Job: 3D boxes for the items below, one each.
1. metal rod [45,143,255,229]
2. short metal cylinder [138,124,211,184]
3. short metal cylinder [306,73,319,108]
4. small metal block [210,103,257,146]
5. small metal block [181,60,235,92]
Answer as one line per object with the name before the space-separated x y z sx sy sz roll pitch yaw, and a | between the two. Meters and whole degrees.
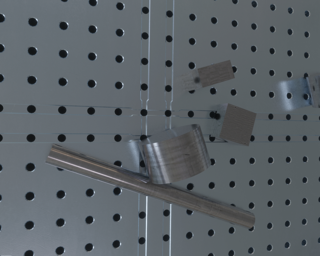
metal rod | 0.001 0.084 0.413 0.302 0.025 0.025 22 83 -19
short metal cylinder | 0.019 0.031 0.391 0.081 0.080 0.050 -20 97 -19
short metal cylinder | 0.278 -0.066 0.486 0.081 0.080 0.050 -17 96 -19
small metal block | 0.108 -0.004 0.453 0.050 0.025 0.050 17 84 -19
small metal block | 0.065 -0.071 0.423 0.050 0.050 0.025 -18 97 -19
